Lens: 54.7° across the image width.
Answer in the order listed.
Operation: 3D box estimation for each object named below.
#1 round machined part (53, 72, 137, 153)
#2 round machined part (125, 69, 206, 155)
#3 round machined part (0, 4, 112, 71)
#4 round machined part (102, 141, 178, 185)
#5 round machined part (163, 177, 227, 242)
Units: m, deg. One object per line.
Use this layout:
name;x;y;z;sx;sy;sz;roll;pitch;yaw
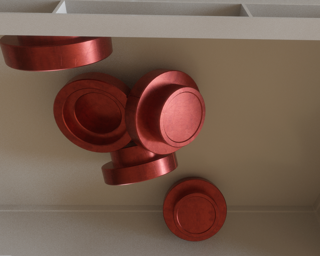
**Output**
round machined part;-0.072;-0.022;0.371;0.099;0.042;0.097;3;122;6
round machined part;0.013;-0.016;0.349;0.099;0.042;0.097;-14;112;-36
round machined part;-0.096;-0.088;0.286;0.099;0.098;0.042;-2;119;1
round machined part;-0.028;0.039;0.407;0.098;0.098;0.042;-12;94;9
round machined part;0.054;0.127;0.475;0.099;0.042;0.097;0;93;0
